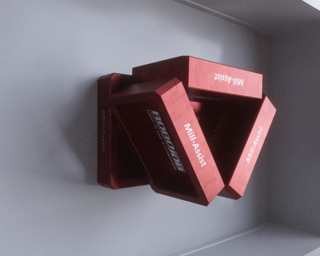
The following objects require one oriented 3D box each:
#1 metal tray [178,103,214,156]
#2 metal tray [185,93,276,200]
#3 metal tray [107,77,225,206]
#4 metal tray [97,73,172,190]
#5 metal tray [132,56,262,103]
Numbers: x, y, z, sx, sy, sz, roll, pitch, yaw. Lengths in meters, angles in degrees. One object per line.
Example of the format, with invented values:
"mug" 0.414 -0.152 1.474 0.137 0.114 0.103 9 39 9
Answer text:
"metal tray" 0.042 0.006 0.437 0.091 0.030 0.129 2 88 -40
"metal tray" 0.079 0.018 0.388 0.030 0.090 0.130 43 64 -32
"metal tray" 0.005 0.016 0.327 0.030 0.090 0.129 -38 114 -33
"metal tray" -0.029 0.004 0.378 0.091 0.030 0.129 1 89 -40
"metal tray" 0.044 -0.051 0.359 0.131 0.090 0.030 2 89 -40
